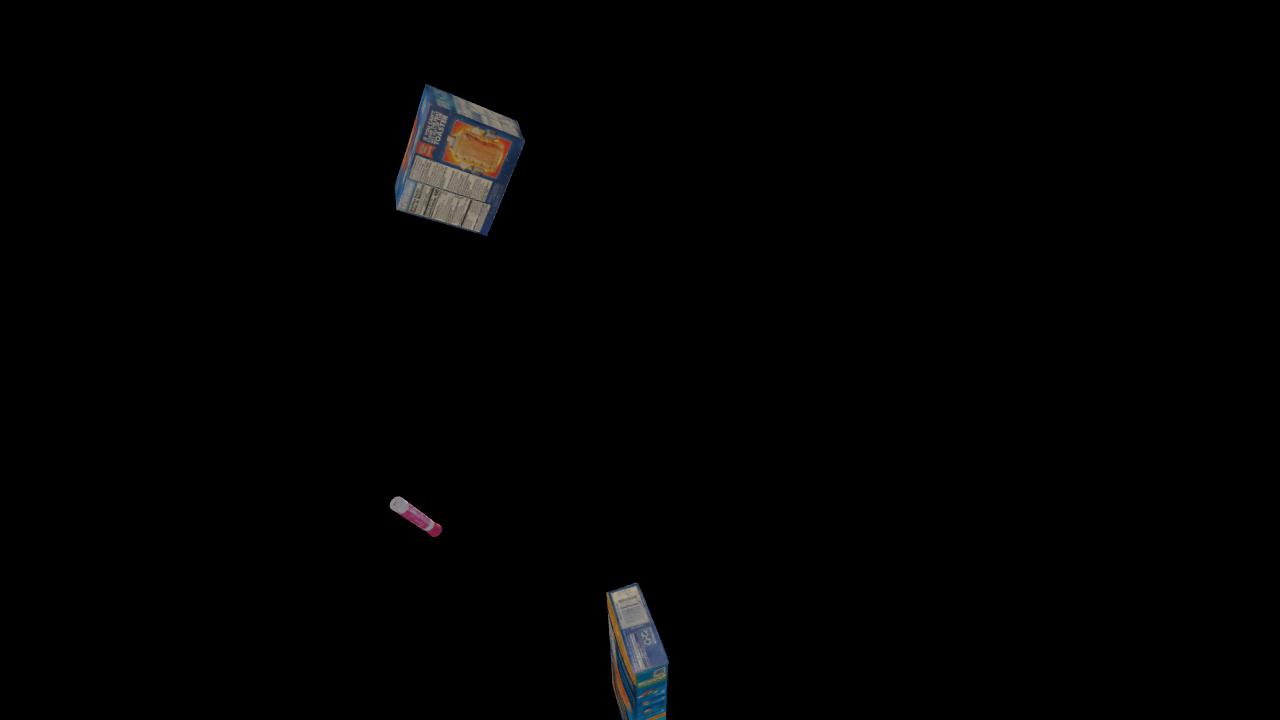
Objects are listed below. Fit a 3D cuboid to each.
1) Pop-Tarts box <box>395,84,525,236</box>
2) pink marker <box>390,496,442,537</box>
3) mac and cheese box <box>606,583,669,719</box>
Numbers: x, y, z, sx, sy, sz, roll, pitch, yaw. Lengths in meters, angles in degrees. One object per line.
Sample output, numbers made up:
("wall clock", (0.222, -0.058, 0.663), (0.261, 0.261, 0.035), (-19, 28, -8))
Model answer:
("Pop-Tarts box", (-0.271, -0.293, 0.918), (0.141, 0.167, 0.083), (11, 34, -32))
("pink marker", (-0.301, 0.215, 0.833), (0.020, 0.020, 0.121), (0, -32, 11))
("mac and cheese box", (-0.003, 0.329, 0.647), (0.041, 0.184, 0.093), (-12, 37, -16))
